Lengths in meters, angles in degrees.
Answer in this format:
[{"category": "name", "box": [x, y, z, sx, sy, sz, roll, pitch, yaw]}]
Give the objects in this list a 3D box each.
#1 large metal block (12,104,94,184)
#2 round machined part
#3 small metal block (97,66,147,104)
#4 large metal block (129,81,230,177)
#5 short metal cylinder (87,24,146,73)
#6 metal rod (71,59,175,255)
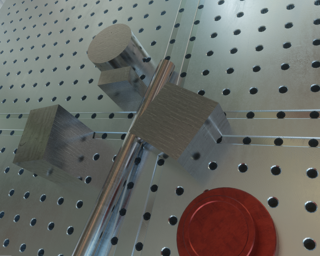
[{"category": "large metal block", "box": [-0.144, 0.025, 0.433, 0.050, 0.080, 0.080, -9, 58, 24]}, {"category": "round machined part", "box": [0.061, 0.104, 0.301, 0.098, 0.042, 0.098, -13, 56, 21]}, {"category": "small metal block", "box": [-0.055, -0.063, 0.460, 0.050, 0.050, 0.025, -5, 60, 26]}, {"category": "large metal block", "box": [0.024, 0.000, 0.380, 0.080, 0.050, 0.080, 29, 78, 37]}, {"category": "short metal cylinder", "box": [-0.069, -0.121, 0.503, 0.080, 0.050, 0.080, -13, 56, 21]}, {"category": "metal rod", "box": [-0.043, 0.036, 0.408, 0.025, 0.025, 0.300, 9, 66, 32]}]
